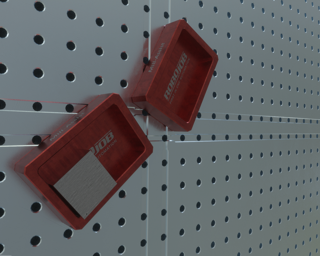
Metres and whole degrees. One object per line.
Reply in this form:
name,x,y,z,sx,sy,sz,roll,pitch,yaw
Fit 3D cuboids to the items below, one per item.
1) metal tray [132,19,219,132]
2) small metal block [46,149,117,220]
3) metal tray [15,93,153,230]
metal tray,0.026,-0.071,0.429,0.090,0.030,0.130,36,68,-35
small metal block,-0.082,0.058,0.325,0.050,0.025,0.050,-47,119,-30
metal tray,-0.076,0.033,0.343,0.131,0.030,0.090,-46,118,-30
